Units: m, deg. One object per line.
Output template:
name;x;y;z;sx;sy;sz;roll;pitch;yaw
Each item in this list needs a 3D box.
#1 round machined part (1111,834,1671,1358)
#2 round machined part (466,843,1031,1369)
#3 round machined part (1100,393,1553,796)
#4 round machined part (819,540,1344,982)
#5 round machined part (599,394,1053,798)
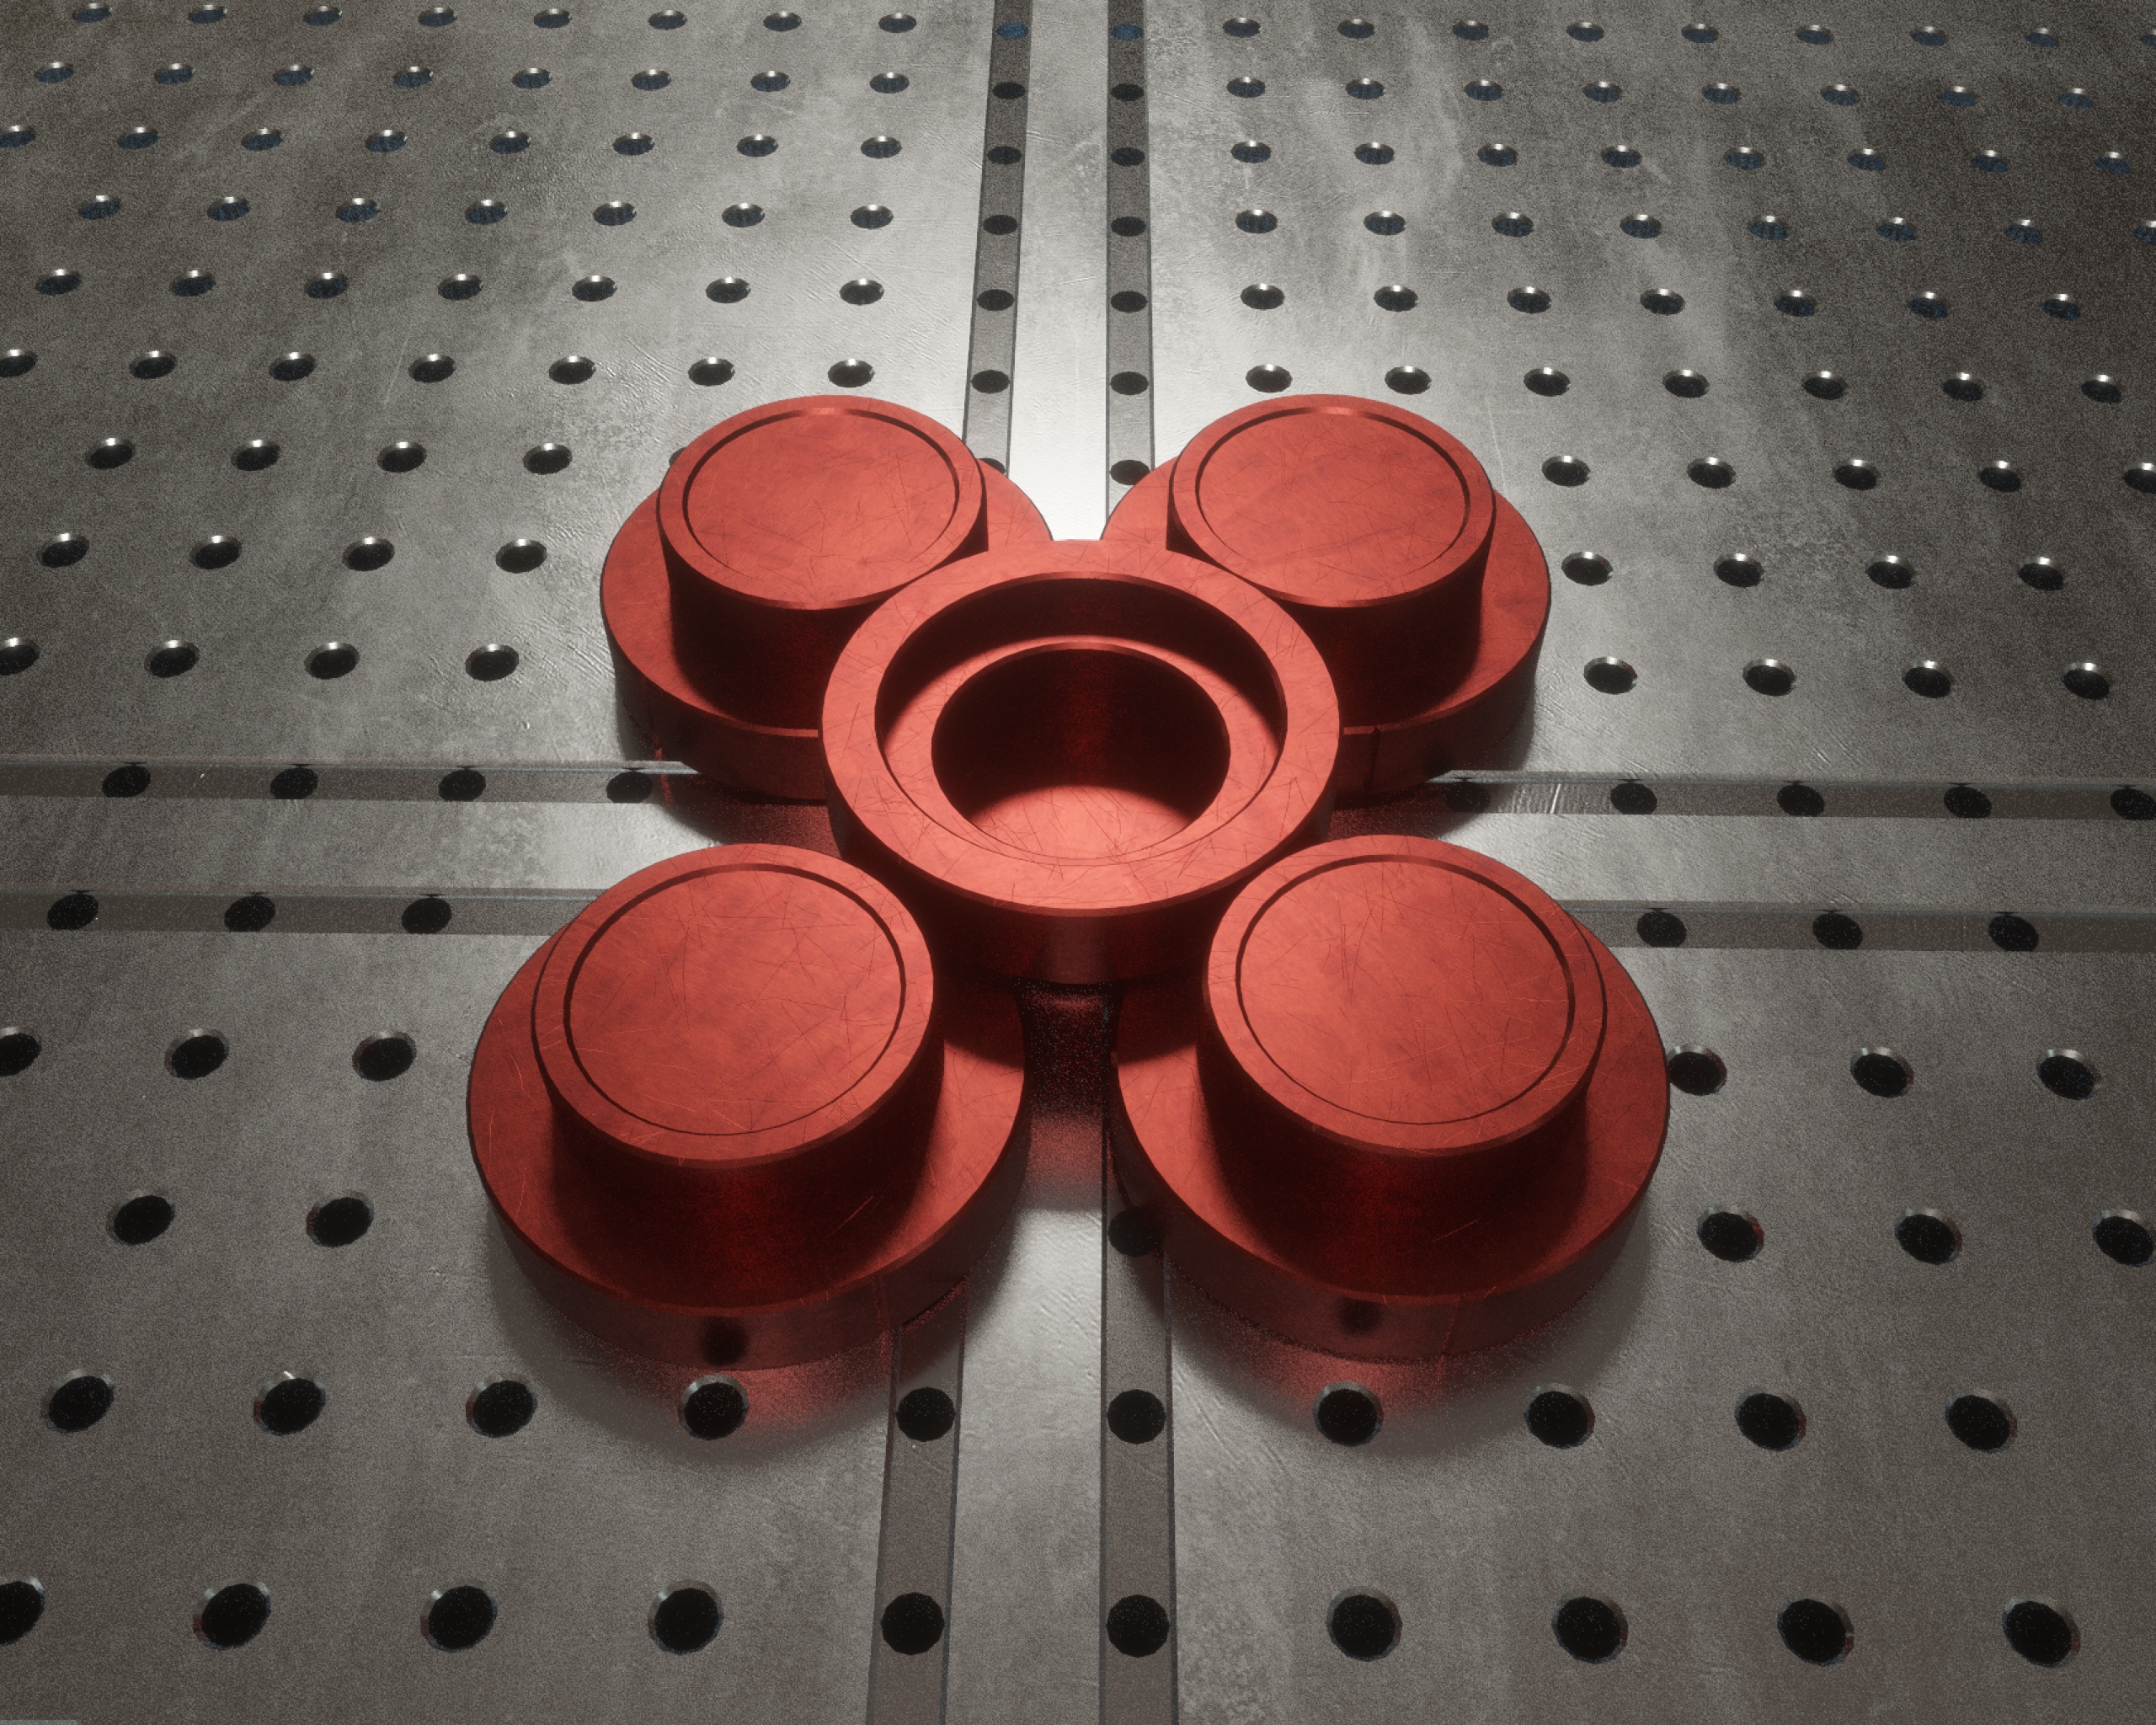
round machined part;0.055;0.034;0.368;0.099;0.042;0.098;0;50;0
round machined part;-0.058;0.035;0.367;0.099;0.042;0.098;0;50;0
round machined part;0.053;-0.064;0.450;0.099;0.042;0.098;0;50;0
round machined part;0.001;-0.015;0.407;0.099;0.042;0.098;0;50;0
round machined part;-0.053;-0.063;0.448;0.099;0.042;0.098;0;50;0
